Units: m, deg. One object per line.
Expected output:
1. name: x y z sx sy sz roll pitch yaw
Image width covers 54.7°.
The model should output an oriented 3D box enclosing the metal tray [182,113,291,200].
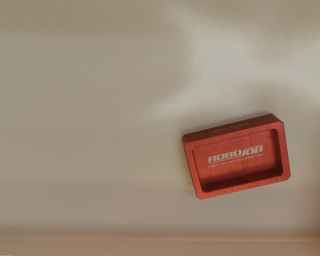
1. metal tray: 0.104 0.040 0.424 0.131 0.030 0.089 -14 110 4
